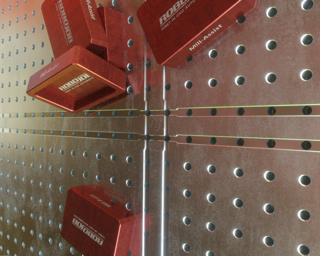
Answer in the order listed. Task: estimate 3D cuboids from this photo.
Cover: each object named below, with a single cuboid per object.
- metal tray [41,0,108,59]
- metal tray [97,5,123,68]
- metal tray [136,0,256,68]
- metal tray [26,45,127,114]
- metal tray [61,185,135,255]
[{"bbox_3d":[-0.134,-0.158,0.474,0.090,0.030,0.129,-30,71,35],"label":"metal tray"},{"bbox_3d":[-0.118,-0.130,0.501,0.130,0.030,0.089,-8,85,39],"label":"metal tray"},{"bbox_3d":[0.037,-0.145,0.374,0.130,0.030,0.090,-33,70,34],"label":"metal tray"},{"bbox_3d":[-0.126,-0.066,0.464,0.130,0.090,0.030,-18,59,38],"label":"metal tray"},{"bbox_3d":[-0.102,0.156,0.487,0.130,0.030,0.089,19,102,38],"label":"metal tray"}]
